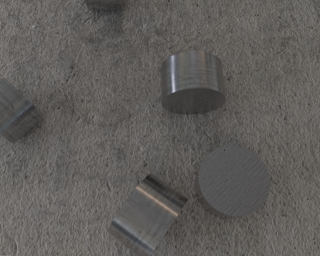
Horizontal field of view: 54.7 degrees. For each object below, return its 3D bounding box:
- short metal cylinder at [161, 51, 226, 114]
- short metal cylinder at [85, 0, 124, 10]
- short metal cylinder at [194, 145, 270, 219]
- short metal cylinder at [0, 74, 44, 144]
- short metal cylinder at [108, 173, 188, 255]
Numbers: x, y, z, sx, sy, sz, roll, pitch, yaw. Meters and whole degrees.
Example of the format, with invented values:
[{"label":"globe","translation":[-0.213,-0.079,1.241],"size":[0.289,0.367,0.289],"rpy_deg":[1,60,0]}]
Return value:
[{"label":"short metal cylinder","translation":[0.042,-0.055,0.399],"size":[0.081,0.080,0.050],"rpy_deg":[-1,70,-1]},{"label":"short metal cylinder","translation":[-0.083,-0.217,0.457],"size":[0.050,0.080,0.080],"rpy_deg":[-2,70,-1]},{"label":"short metal cylinder","translation":[0.084,0.066,0.371],"size":[0.081,0.050,0.080],"rpy_deg":[0,70,0]},{"label":"short metal cylinder","translation":[-0.194,-0.026,0.387],"size":[0.080,0.080,0.050],"rpy_deg":[39,75,13]},{"label":"short metal cylinder","translation":[-0.012,0.097,0.343],"size":[0.050,0.080,0.080],"rpy_deg":[34,74,11]}]
